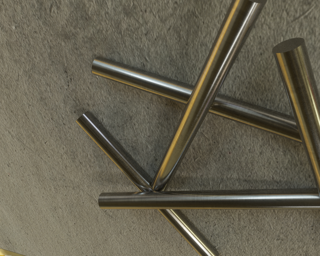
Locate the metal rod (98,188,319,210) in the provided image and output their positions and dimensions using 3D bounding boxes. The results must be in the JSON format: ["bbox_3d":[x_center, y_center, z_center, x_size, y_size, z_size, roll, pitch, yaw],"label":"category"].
[{"bbox_3d":[0.049,0.097,0.419,0.301,0.025,0.025,-6,116,23],"label":"metal rod"}]

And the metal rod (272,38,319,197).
[{"bbox_3d":[0.172,0.049,0.318,0.025,0.025,0.299,-12,121,33],"label":"metal rod"}]

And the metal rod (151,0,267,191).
[{"bbox_3d":[0.036,-0.009,0.351,0.025,0.025,0.298,30,138,9],"label":"metal rod"}]

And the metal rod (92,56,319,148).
[{"bbox_3d":[0.055,-0.031,0.358,0.301,0.025,0.025,20,126,16],"label":"metal rod"}]

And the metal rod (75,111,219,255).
[{"bbox_3d":[-0.016,0.094,0.473,0.300,0.025,0.025,48,129,-6],"label":"metal rod"}]
